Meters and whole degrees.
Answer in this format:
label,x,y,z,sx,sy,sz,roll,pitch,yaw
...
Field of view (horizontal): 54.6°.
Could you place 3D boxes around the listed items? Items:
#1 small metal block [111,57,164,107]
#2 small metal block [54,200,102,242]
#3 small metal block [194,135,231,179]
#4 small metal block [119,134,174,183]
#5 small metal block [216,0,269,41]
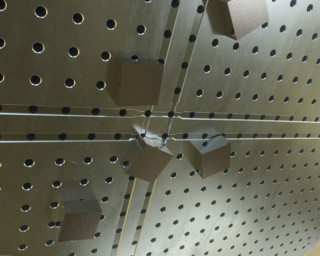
label,x,y,z,sx,sy,sz,roll,pitch,yaw
small metal block,-0.027,-0.054,0.363,0.050,0.025,0.050,-4,120,-26
small metal block,-0.113,0.127,0.428,0.050,0.025,0.050,7,115,-31
small metal block,0.081,0.045,0.483,0.050,0.025,0.050,-19,126,-17
small metal block,-0.019,0.043,0.427,0.050,0.025,0.050,27,104,-37
small metal block,0.101,-0.144,0.377,0.050,0.025,0.050,-33,129,-7
